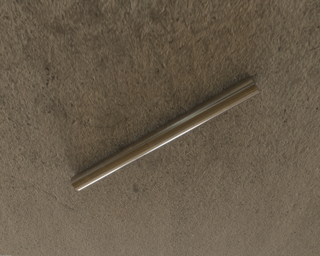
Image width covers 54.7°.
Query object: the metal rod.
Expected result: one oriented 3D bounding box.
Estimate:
[{"bbox_3d":[-0.008,0.016,0.423,0.300,0.025,0.025,-30,124,22],"label":"metal rod"}]
